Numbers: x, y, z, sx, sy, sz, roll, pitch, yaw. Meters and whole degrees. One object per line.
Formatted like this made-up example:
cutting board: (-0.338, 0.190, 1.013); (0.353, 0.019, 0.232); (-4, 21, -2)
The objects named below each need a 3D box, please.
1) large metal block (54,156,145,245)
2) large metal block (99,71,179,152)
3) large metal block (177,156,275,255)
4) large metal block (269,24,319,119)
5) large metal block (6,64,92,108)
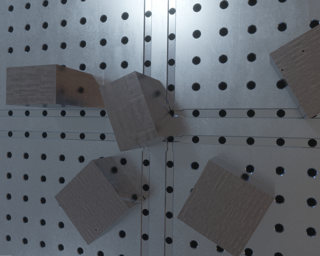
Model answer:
large metal block: (-0.083, 0.098, 0.429); (0.080, 0.050, 0.080); (-44, 77, 15)
large metal block: (-0.023, -0.019, 0.392); (0.050, 0.080, 0.080); (-22, 83, 19)
large metal block: (0.080, 0.090, 0.371); (0.080, 0.050, 0.080); (30, 100, 17)
large metal block: (0.177, -0.064, 0.337); (0.080, 0.050, 0.080); (-30, 80, 17)
large metal block: (-0.154, -0.056, 0.439); (0.080, 0.080, 0.050); (1, 90, 20)
